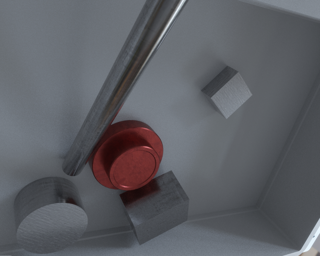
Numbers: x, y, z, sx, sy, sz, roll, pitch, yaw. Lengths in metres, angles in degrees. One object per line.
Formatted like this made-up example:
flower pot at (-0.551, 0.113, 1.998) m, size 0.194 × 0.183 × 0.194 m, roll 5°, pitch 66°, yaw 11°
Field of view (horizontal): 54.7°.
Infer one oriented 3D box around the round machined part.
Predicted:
round machined part at (-0.039, 0.042, 0.404) m, size 0.099 × 0.042 × 0.097 m, roll -14°, pitch 124°, yaw -21°

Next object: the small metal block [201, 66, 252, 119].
small metal block at (0.093, -0.049, 0.432) m, size 0.050 × 0.025 × 0.050 m, roll -44°, pitch 130°, yaw 2°

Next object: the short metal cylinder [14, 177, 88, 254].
short metal cylinder at (-0.136, 0.108, 0.386) m, size 0.081 × 0.050 × 0.079 m, roll -14°, pitch 125°, yaw -21°

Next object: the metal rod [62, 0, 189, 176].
metal rod at (-0.040, -0.034, 0.280) m, size 0.025 × 0.025 × 0.298 m, roll 5°, pitch 144°, yaw -31°

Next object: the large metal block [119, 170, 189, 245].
large metal block at (-0.007, 0.117, 0.448) m, size 0.081 × 0.050 × 0.080 m, roll -23°, pitch 146°, yaw -15°
